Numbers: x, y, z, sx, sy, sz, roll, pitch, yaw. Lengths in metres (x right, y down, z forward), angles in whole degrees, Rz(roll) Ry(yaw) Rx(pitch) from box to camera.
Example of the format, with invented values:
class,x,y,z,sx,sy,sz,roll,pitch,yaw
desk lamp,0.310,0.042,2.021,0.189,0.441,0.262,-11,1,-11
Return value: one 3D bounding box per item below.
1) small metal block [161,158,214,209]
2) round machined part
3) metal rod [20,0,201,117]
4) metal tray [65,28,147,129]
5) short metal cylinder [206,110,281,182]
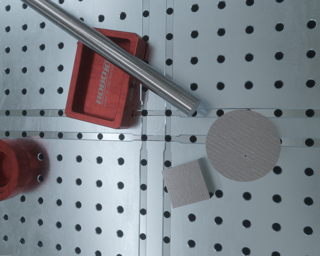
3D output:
class,x,y,z,sx,sy,sz,roll,pitch,yaw
small metal block,0.036,0.071,0.399,0.050,0.025,0.050,-20,84,18
round machined part,-0.246,0.064,0.488,0.098,0.042,0.097,0,90,19
metal rod,-0.076,-0.108,0.405,0.300,0.025,0.025,36,101,16
metal tray,-0.077,-0.070,0.435,0.090,0.030,0.129,13,94,19
short metal cylinder,0.099,0.019,0.364,0.080,0.050,0.079,0,90,19
